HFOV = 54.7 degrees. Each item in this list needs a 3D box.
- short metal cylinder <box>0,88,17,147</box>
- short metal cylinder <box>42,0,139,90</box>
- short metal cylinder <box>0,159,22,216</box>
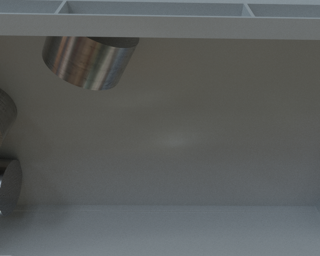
[{"bbox_3d":[-0.226,-0.012,0.380,0.081,0.050,0.079,0,130,0],"label":"short metal cylinder"},{"bbox_3d":[-0.067,-0.082,0.302,0.080,0.080,0.050,21,127,-17],"label":"short metal cylinder"},{"bbox_3d":[-0.238,0.083,0.441,0.050,0.080,0.079,5,130,-5],"label":"short metal cylinder"}]
